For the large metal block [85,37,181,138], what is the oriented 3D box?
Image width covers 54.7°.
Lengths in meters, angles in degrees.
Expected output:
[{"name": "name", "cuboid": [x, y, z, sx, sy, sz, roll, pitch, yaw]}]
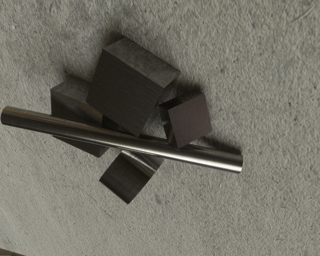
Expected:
[{"name": "large metal block", "cuboid": [-0.034, -0.049, 0.376, 0.080, 0.050, 0.079, 34, 129, 5]}]

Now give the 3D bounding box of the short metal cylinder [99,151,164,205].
[{"name": "short metal cylinder", "cuboid": [-0.039, 0.058, 0.429, 0.050, 0.080, 0.080, 39, 129, 1]}]

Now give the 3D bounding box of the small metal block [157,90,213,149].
[{"name": "small metal block", "cuboid": [0.030, -0.011, 0.366, 0.025, 0.050, 0.050, 29, 140, 58]}]

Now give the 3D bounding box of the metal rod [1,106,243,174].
[{"name": "metal rod", "cuboid": [-0.048, 0.015, 0.389, 0.302, 0.025, 0.025, 12, 125, 2]}]

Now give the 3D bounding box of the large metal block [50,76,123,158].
[{"name": "large metal block", "cuboid": [-0.103, -0.016, 0.436, 0.080, 0.050, 0.079, 23, 127, 14]}]
